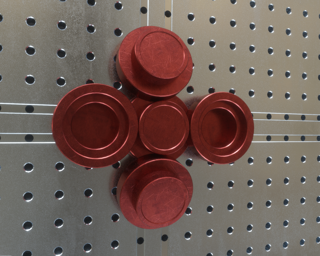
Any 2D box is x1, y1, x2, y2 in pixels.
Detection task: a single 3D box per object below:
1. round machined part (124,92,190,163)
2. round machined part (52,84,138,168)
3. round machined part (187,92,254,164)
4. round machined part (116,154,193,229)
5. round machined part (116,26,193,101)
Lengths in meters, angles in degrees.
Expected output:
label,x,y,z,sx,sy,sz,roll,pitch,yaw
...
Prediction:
label,x,y,z,sx,sy,sz,roll,pitch,yaw
round machined part,-0.001,-0.001,0.403,0.099,0.042,0.097,0,90,-21
round machined part,-0.079,-0.003,0.374,0.099,0.042,0.097,0,90,-21
round machined part,0.078,0.000,0.433,0.099,0.042,0.097,0,90,-21
round machined part,-0.002,0.085,0.391,0.099,0.042,0.097,-6,107,-19
round machined part,-0.003,-0.086,0.391,0.099,0.042,0.098,5,74,-17
